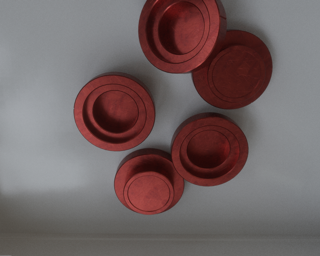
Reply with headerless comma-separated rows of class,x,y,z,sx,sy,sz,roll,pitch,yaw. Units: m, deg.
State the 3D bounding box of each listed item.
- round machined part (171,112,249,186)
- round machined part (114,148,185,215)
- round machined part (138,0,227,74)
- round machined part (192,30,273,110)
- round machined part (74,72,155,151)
round machined part,0.063,0.025,0.412,0.099,0.042,0.097,0,110,-1
round machined part,-0.015,0.081,0.432,0.099,0.042,0.097,0,110,-1
round machined part,0.028,-0.110,0.347,0.098,0.042,0.097,5,100,30
round machined part,0.089,-0.069,0.378,0.099,0.042,0.097,0,110,-1
round machined part,-0.055,-0.023,0.393,0.099,0.042,0.097,0,110,-1
